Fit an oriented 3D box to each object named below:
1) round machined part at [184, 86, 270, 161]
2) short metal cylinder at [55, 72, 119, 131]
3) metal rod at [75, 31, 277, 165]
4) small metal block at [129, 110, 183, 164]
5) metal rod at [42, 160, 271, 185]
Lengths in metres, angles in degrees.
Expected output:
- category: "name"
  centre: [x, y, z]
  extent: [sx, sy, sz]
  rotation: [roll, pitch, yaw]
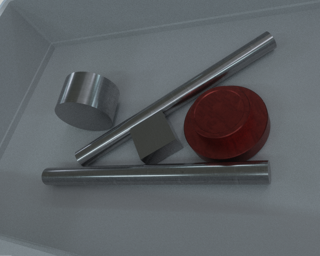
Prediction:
- category: "round machined part"
  centre: [0.073, -0.010, 0.358]
  extent: [0.098, 0.042, 0.098]
  rotation: [-13, 56, 20]
- category: "short metal cylinder"
  centre: [-0.103, -0.036, 0.443]
  extent: [0.080, 0.080, 0.050]
  rotation: [-5, 60, 25]
- category: "metal rod"
  centre: [0.016, -0.035, 0.416]
  extent: [0.300, 0.025, 0.025]
  rotation: [-32, 52, 7]
- category: "small metal block"
  centre: [-0.006, 0.014, 0.396]
  extent: [0.050, 0.025, 0.050]
  rotation: [-31, 52, 8]
- category: "metal rod"
  centre: [-0.024, 0.057, 0.380]
  extent: [0.301, 0.025, 0.025]
  rotation: [-5, 60, 25]
